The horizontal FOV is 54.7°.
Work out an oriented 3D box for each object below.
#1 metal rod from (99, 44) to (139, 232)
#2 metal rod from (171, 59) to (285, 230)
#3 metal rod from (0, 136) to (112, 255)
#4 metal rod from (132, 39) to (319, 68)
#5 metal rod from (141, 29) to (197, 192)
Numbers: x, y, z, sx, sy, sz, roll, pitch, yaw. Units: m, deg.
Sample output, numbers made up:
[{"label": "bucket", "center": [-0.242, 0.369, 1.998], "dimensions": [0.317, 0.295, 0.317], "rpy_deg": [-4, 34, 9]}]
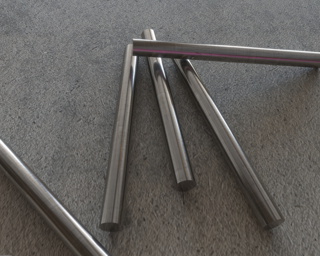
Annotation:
[{"label": "metal rod", "center": [-0.048, -0.013, 0.413], "dimensions": [0.025, 0.025, 0.300], "rpy_deg": [1, 50, 0]}, {"label": "metal rod", "center": [0.073, -0.010, 0.411], "dimensions": [0.025, 0.025, 0.300], "rpy_deg": [-13, 51, -11]}, {"label": "metal rod", "center": [-0.162, 0.053, 0.357], "dimensions": [0.300, 0.025, 0.025], "rpy_deg": [36, 59, 26]}, {"label": "metal rod", "center": [0.110, -0.114, 0.476], "dimensions": [0.302, 0.025, 0.025], "rpy_deg": [2, 50, -8]}, {"label": "metal rod", "center": [0.004, -0.048, 0.443], "dimensions": [0.025, 0.025, 0.300], "rpy_deg": [-7, 50, -6]}]
